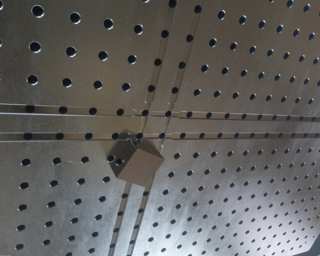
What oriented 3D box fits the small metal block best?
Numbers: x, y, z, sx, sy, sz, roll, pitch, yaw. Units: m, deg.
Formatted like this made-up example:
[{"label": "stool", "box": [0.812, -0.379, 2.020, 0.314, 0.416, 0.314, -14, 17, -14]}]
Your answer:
[{"label": "small metal block", "box": [-0.030, 0.049, 0.427, 0.050, 0.025, 0.050, 27, 103, -38]}]
